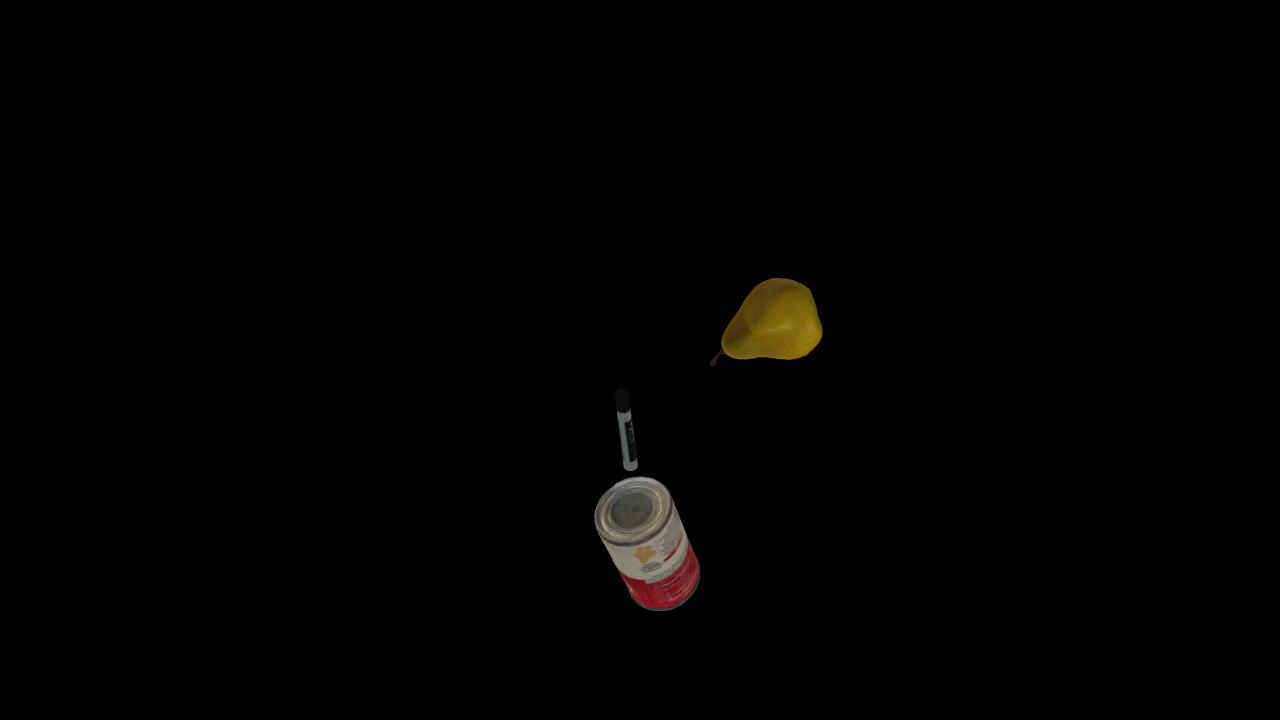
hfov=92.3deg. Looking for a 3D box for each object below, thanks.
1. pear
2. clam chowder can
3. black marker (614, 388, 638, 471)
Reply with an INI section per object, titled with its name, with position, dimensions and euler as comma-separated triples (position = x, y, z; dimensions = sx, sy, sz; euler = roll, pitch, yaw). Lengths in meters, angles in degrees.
[pear]
position = 0.112, -0.031, 0.584
dimensions = 0.111, 0.080, 0.080
euler = -18, -4, 13
[clam chowder can]
position = 0.008, 0.156, 0.521
dimensions = 0.068, 0.102, 0.068
euler = -12, 38, 10
[black marker]
position = -0.017, 0.086, 0.756
dimensions = 0.020, 0.121, 0.020
euler = -4, 33, 3
